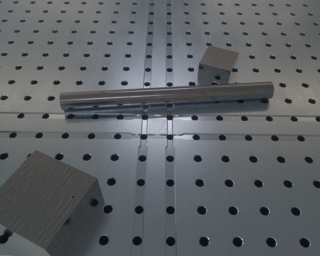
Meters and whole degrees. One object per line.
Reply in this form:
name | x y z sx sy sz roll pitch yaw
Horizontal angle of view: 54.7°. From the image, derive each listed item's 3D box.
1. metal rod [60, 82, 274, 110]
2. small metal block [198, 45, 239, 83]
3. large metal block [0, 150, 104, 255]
metal rod | 0.012 -0.047 0.446 0.302 0.025 0.025 -3 50 -3
small metal block | 0.093 -0.102 0.494 0.050 0.025 0.050 19 52 15
large metal block | -0.118 0.081 0.323 0.080 0.050 0.080 21 53 16
